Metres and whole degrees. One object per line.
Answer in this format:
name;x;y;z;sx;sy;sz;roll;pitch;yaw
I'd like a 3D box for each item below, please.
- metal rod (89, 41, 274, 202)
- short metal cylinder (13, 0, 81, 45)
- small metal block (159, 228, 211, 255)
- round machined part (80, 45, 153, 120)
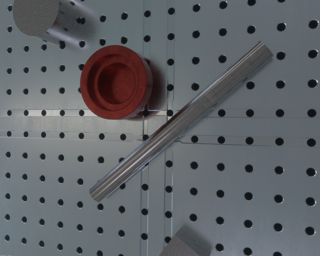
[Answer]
metal rod;0.017;0.001;0.406;0.299;0.025;0.025;-41;77;15
short metal cylinder;-0.167;-0.169;0.458;0.080;0.050;0.079;0;90;20
small metal block;0.029;0.170;0.402;0.050;0.025;0.050;37;102;16
round machined part;-0.055;-0.060;0.423;0.098;0.042;0.097;0;90;19
